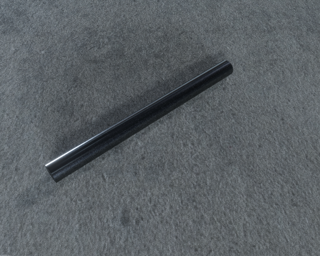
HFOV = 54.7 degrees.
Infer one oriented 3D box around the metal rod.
[{"bbox_3d":[-0.011,-0.021,0.420,0.302,0.025,0.025,-33,58,-25],"label":"metal rod"}]
